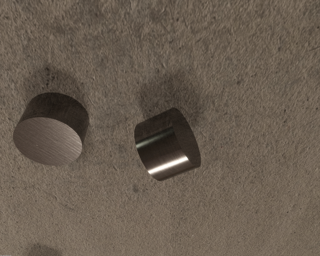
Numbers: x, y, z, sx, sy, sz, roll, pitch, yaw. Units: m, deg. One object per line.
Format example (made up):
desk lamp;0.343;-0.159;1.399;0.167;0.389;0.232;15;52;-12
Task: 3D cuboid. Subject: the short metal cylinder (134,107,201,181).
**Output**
short metal cylinder;0.011;0.021;0.389;0.050;0.080;0.080;-24;126;19

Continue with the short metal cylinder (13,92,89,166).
short metal cylinder;-0.134;0.002;0.391;0.081;0.050;0.079;0;130;0
